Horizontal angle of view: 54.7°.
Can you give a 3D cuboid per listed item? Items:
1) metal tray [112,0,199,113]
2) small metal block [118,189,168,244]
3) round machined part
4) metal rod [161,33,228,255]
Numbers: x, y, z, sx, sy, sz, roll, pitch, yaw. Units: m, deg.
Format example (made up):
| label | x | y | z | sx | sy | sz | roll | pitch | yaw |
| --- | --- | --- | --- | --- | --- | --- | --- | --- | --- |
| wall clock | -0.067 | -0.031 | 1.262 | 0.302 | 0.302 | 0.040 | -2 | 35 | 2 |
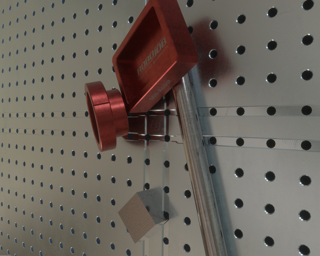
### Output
| label | x | y | z | sx | sy | sz | roll | pitch | yaw |
| --- | --- | --- | --- | --- | --- | --- | --- | --- | --- |
| metal tray | -0.013 | -0.086 | 0.388 | 0.129 | 0.030 | 0.090 | -40 | 62 | 50 |
| small metal block | -0.025 | 0.122 | 0.428 | 0.050 | 0.025 | 0.050 | -50 | 61 | 28 |
| round machined part | -0.074 | -0.018 | 0.437 | 0.098 | 0.042 | 0.097 | 167 | 90 | -73 |
| metal rod | 0.040 | 0.017 | 0.374 | 0.025 | 0.025 | 0.298 | -18 | 79 | 38 |
